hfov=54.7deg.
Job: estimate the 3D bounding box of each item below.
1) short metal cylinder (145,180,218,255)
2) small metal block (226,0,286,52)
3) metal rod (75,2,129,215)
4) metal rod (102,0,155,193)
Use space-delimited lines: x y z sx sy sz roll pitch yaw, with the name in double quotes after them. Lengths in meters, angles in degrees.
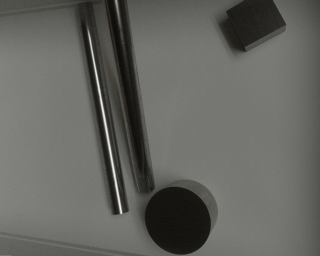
0.028 0.108 0.387 0.080 0.050 0.079 0 90 19 "short metal cylinder"
0.114 -0.128 0.370 0.050 0.025 0.050 -27 81 17 "small metal block"
-0.082 -0.030 0.438 0.025 0.025 0.298 -12 86 19 "metal rod"
-0.037 -0.055 0.358 0.025 0.025 0.298 1 115 20 "metal rod"
